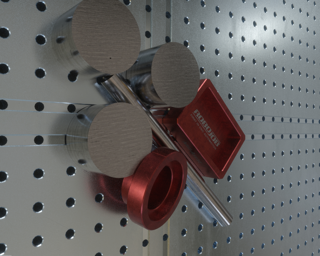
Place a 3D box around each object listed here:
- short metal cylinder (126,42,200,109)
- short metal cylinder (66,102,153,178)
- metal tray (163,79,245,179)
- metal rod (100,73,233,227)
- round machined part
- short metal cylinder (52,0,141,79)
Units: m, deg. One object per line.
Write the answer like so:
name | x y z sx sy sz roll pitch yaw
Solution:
short metal cylinder | 0.005 -0.065 0.396 0.081 0.050 0.080 0 90 -40
short metal cylinder | -0.056 0.013 0.346 0.081 0.050 0.080 0 90 -40
metal tray | 0.071 0.003 0.464 0.130 0.030 0.090 51 61 -28
metal rod | 0.023 0.043 0.429 0.300 0.025 0.025 52 60 -27
round machined part | -0.009 0.069 0.376 0.099 0.042 0.097 -34 133 -47
short metal cylinder | -0.068 -0.095 0.335 0.081 0.050 0.080 0 90 -40
